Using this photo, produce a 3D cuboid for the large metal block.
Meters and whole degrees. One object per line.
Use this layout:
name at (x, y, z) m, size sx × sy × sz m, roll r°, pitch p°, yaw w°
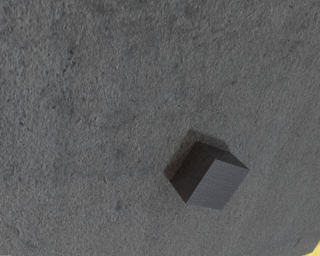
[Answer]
large metal block at (0.077, 0.075, 0.479) m, size 0.080 × 0.050 × 0.080 m, roll 20°, pitch 108°, yaw -36°
